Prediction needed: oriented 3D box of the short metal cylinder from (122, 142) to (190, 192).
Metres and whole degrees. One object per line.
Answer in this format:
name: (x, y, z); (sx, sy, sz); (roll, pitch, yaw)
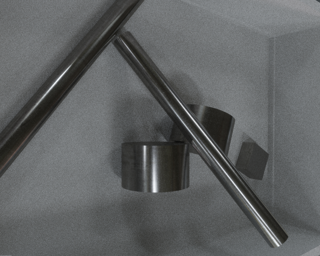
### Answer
short metal cylinder: (-0.005, 0.043, 0.368); (0.081, 0.080, 0.050); (-1, 91, -40)

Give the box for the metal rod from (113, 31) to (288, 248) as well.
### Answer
metal rod: (0.045, 0.011, 0.364); (0.025, 0.025, 0.299); (-35, 86, -35)

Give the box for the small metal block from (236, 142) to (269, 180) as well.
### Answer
small metal block: (0.163, 0.058, 0.547); (0.050, 0.025, 0.050); (34, 69, -35)

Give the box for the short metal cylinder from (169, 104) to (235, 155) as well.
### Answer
short metal cylinder: (0.057, 0.006, 0.421); (0.080, 0.080, 0.050); (24, 75, -38)

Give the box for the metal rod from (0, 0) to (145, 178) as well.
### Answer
metal rod: (-0.096, -0.057, 0.326); (0.025, 0.025, 0.300); (47, 62, -31)
